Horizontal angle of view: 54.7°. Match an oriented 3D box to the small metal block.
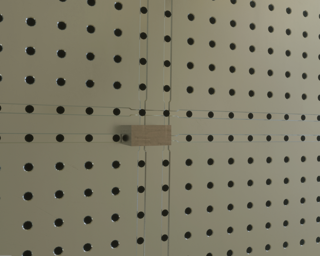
[{"bbox_3d":[-0.018,0.009,0.393,0.050,0.050,0.025,0,90,-20],"label":"small metal block"}]
